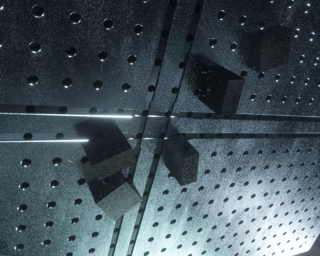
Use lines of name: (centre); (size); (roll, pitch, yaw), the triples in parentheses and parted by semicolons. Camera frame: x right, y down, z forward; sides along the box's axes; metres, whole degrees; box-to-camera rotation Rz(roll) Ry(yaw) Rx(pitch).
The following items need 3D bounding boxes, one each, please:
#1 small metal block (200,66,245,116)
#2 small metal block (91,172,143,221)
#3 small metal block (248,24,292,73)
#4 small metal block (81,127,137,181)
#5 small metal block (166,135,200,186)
small metal block: (0.081, -0.050, 0.411); (0.025, 0.050, 0.050); (-7, 122, -26)
small metal block: (-0.060, 0.097, 0.440); (0.050, 0.025, 0.050); (-36, 130, -5)
small metal block: (0.151, -0.110, 0.428); (0.050, 0.025, 0.050); (-21, 127, -16)
small metal block: (-0.063, 0.031, 0.381); (0.050, 0.050, 0.025); (-24, 128, -14)
small metal block: (0.031, 0.046, 0.442); (0.025, 0.050, 0.050); (-13, 124, -22)
